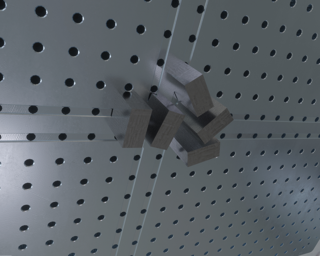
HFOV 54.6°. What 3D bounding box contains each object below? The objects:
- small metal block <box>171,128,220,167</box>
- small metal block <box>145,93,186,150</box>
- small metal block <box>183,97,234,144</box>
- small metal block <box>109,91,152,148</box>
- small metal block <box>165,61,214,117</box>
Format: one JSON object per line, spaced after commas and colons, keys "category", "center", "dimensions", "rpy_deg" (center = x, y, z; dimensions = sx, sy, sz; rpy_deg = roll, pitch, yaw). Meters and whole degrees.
{"category": "small metal block", "center": [0.049, 0.024, 0.435], "dimensions": [0.050, 0.050, 0.025], "rpy_deg": [-16, 125, -19]}
{"category": "small metal block", "center": [-0.001, -0.008, 0.389], "dimensions": [0.025, 0.050, 0.050], "rpy_deg": [16, 110, -35]}
{"category": "small metal block", "center": [0.062, -0.014, 0.419], "dimensions": [0.050, 0.050, 0.025], "rpy_deg": [-40, 129, -1]}
{"category": "small metal block", "center": [-0.036, -0.011, 0.368], "dimensions": [0.025, 0.050, 0.050], "rpy_deg": [2, 118, -29]}
{"category": "small metal block", "center": [0.037, -0.049, 0.384], "dimensions": [0.025, 0.050, 0.050], "rpy_deg": [-33, 129, -7]}
